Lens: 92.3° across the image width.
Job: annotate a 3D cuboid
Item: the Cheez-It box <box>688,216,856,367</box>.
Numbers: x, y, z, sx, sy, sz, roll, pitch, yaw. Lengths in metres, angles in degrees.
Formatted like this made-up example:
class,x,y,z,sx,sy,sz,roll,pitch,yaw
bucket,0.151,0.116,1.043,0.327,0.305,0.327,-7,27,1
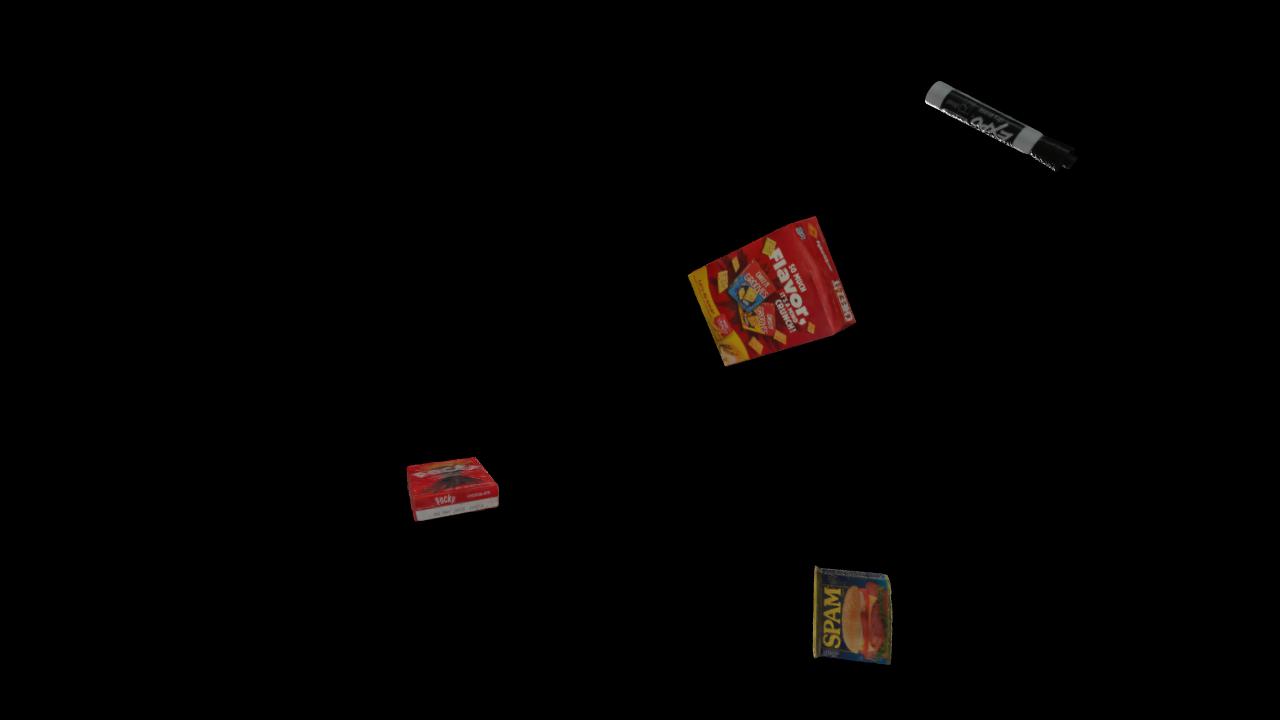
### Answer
class,x,y,z,sx,sy,sz,roll,pitch,yaw
Cheez-It box,0.191,-0.096,0.929,0.071,0.166,0.223,-23,1,-38

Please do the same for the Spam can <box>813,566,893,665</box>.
class,x,y,z,sx,sy,sz,roll,pitch,yaw
Spam can,0.250,0.302,0.730,0.085,0.101,0.058,1,-3,13

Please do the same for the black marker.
class,x,y,z,sx,sy,sz,roll,pitch,yaw
black marker,0.274,-0.179,0.470,0.020,0.020,0.121,0,39,-52

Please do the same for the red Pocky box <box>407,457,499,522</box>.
class,x,y,z,sx,sy,sz,roll,pitch,yaw
red Pocky box,-0.208,0.136,0.671,0.083,0.028,0.155,-6,4,-23
